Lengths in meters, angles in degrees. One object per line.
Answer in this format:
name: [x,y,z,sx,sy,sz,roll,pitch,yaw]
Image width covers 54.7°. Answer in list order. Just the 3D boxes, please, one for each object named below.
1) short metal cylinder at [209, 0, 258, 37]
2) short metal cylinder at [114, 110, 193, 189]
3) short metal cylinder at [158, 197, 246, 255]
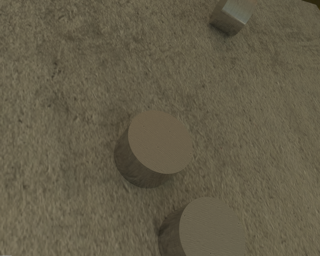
short metal cylinder: [0.136,-0.219,0.578,0.050,0.080,0.080,28,52,-11]
short metal cylinder: [-0.009,0.026,0.369,0.081,0.050,0.080,14,56,-21]
short metal cylinder: [0.045,0.122,0.339,0.081,0.050,0.080,14,56,-21]
